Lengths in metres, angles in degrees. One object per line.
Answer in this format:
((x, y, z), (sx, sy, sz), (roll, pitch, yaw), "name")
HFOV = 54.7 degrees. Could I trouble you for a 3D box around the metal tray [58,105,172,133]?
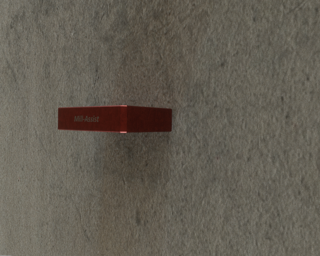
((-0.061, -0.011, 0.410), (0.130, 0.091, 0.030), (2, 91, 39), "metal tray")
